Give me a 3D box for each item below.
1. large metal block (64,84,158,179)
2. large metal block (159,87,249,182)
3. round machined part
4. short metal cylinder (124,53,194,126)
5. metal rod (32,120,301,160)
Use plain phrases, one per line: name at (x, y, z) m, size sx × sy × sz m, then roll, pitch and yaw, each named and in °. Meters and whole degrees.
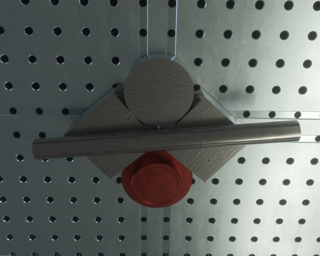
large metal block at (-0.059, 0.004, 0.397) m, size 0.080 × 0.050 × 0.080 m, roll -38°, pitch 108°, yaw 12°
large metal block at (0.054, 0.008, 0.397) m, size 0.080 × 0.050 × 0.080 m, roll 40°, pitch 106°, yaw -14°
round machined part at (-0.004, 0.070, 0.426) m, size 0.099 × 0.042 × 0.097 m, roll 0°, pitch 110°, yaw 0°
short metal cylinder at (-0.001, -0.049, 0.378) m, size 0.081 × 0.050 × 0.079 m, roll 0°, pitch 110°, yaw 0°
metal rod at (0.006, 0.014, 0.359) m, size 0.302 × 0.025 × 0.025 m, roll -4°, pitch 110°, yaw 2°
